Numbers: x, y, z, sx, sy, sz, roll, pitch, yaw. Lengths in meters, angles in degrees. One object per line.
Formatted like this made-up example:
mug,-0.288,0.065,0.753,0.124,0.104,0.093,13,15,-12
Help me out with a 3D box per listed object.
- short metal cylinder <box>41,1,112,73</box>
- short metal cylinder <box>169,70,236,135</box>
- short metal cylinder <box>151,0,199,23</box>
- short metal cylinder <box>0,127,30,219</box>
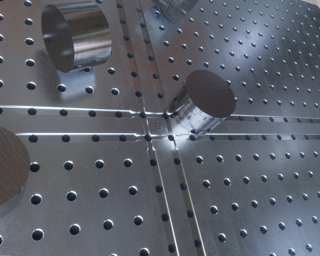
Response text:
short metal cylinder,-0.105,-0.113,0.385,0.050,0.080,0.080,-24,75,-37
short metal cylinder,0.061,-0.037,0.447,0.081,0.050,0.080,14,56,-21
short metal cylinder,0.031,-0.228,0.529,0.050,0.080,0.080,45,51,3
short metal cylinder,-0.163,0.042,0.279,0.081,0.050,0.080,14,56,-21
